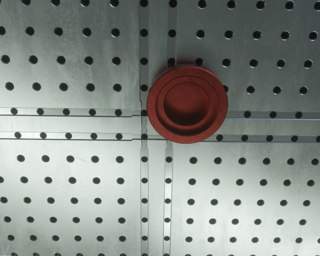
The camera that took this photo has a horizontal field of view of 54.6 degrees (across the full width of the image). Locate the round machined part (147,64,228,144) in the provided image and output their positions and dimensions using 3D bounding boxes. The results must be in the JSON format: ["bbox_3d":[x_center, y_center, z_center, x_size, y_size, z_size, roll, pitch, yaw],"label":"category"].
[{"bbox_3d":[0.033,-0.032,0.393,0.099,0.042,0.097,0,110,0],"label":"round machined part"}]
